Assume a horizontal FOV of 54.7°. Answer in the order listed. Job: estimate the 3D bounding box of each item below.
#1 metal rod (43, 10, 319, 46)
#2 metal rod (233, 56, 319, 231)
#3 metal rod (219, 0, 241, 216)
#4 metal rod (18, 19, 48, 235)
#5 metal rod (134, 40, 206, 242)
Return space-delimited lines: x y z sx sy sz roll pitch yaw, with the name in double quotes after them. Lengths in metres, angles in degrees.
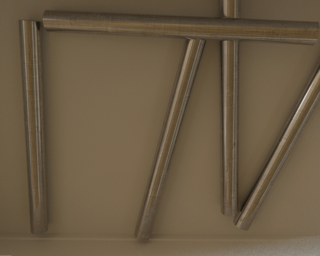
0.018 -0.114 0.349 0.302 0.025 0.025 5 110 5 "metal rod"
0.172 0.014 0.417 0.025 0.025 0.298 19 109 -7 "metal rod"
0.091 -0.017 0.405 0.025 0.025 0.298 -4 110 1 "metal rod"
-0.167 0.013 0.414 0.025 0.025 0.298 5 110 -2 "metal rod"
0.008 0.028 0.421 0.025 0.025 0.298 13 110 -5 "metal rod"
